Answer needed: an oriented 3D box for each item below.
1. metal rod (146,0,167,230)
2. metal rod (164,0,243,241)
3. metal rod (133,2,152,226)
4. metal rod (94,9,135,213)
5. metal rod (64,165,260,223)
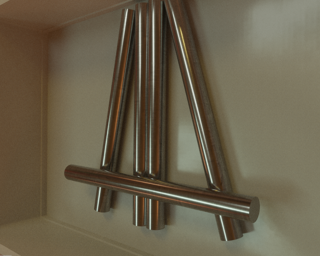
[{"bbox_3d":[-0.004,-0.018,0.409,0.025,0.025,0.298,1,91,40],"label":"metal rod"},{"bbox_3d":[0.048,-0.023,0.366,0.025,0.025,0.299,-20,77,38],"label":"metal rod"},{"bbox_3d":[-0.023,-0.018,0.425,0.025,0.025,0.298,1,91,40],"label":"metal rod"},{"bbox_3d":[-0.065,-0.020,0.460,0.025,0.025,0.298,16,100,39],"label":"metal rod"},{"bbox_3d":[-0.025,0.074,0.392,0.300,0.025,0.025,2,91,40],"label":"metal rod"}]
